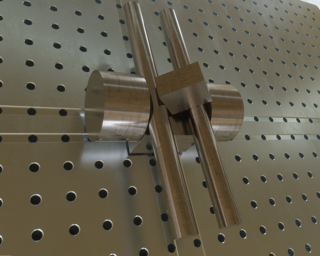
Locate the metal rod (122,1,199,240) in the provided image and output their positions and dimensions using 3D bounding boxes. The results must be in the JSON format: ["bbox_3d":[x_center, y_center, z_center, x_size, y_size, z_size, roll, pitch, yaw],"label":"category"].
[{"bbox_3d":[-0.007,-0.029,0.354,0.025,0.025,0.299,1,61,-28],"label":"metal rod"}]

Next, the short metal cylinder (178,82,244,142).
[{"bbox_3d":[0.066,-0.021,0.416,0.050,0.080,0.080,0,62,-27],"label":"short metal cylinder"}]

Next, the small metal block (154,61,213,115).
[{"bbox_3d":[0.027,-0.043,0.348,0.050,0.050,0.025,-19,65,12],"label":"small metal block"}]

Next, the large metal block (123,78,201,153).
[{"bbox_3d":[0.001,-0.015,0.397,0.081,0.050,0.080,1,61,-28],"label":"large metal block"}]

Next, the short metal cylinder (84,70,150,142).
[{"bbox_3d":[-0.051,-0.024,0.355,0.050,0.080,0.080,2,61,-28],"label":"short metal cylinder"}]

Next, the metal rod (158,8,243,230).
[{"bbox_3d":[0.042,-0.031,0.381,0.025,0.025,0.299,1,61,-28],"label":"metal rod"}]
